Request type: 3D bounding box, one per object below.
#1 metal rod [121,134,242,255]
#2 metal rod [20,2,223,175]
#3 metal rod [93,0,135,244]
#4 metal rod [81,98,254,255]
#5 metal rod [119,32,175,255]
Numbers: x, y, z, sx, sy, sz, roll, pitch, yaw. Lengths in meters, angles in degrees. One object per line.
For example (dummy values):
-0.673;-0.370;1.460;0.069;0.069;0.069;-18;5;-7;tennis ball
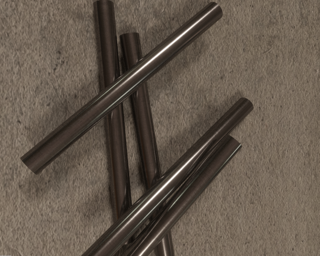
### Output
-0.005;0.128;0.383;0.025;0.025;0.300;43;86;-16;metal rod
-0.033;-0.058;0.369;0.301;0.025;0.025;-43;104;-16;metal rod
-0.057;-0.005;0.388;0.025;0.025;0.298;-6;92;-20;metal rod
0.025;0.057;0.396;0.301;0.025;0.025;-42;104;-24;metal rod
-0.016;0.029;0.404;0.025;0.025;0.298;-10;94;-20;metal rod
